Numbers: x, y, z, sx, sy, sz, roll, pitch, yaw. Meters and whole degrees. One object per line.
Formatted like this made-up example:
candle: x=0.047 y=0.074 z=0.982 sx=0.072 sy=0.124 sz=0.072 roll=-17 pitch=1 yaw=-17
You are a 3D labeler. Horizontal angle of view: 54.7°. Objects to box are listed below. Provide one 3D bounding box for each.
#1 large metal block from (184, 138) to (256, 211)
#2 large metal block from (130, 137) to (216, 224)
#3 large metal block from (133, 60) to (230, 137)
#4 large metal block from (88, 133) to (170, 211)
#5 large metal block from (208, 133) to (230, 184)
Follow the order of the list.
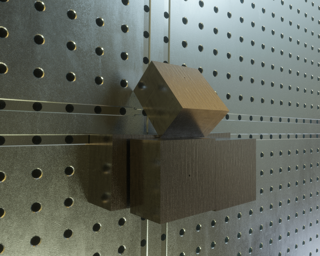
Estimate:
large metal block: x=0.077 y=0.053 z=0.392 sx=0.081 sy=0.050 sz=0.079 roll=0 pitch=90 yaw=-40
large metal block: x=0.015 y=0.051 z=0.339 sx=0.081 sy=0.050 sz=0.079 roll=0 pitch=90 yaw=-40
large metal block: x=0.026 y=-0.034 z=0.390 sx=0.081 sy=0.050 sz=0.080 roll=0 pitch=48 yaw=-40
large metal block: x=-0.035 y=0.047 z=0.366 sx=0.081 sy=0.050 sz=0.079 roll=2 pitch=89 yaw=-40
large metal block: x=0.055 y=0.047 z=0.441 sx=0.081 sy=0.050 sz=0.079 roll=-1 pitch=91 yaw=-40
